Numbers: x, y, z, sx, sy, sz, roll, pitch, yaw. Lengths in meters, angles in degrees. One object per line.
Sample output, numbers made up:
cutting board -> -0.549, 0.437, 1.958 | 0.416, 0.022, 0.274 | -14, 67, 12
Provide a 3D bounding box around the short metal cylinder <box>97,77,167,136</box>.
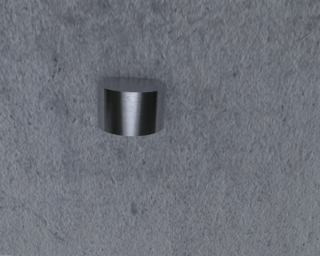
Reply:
short metal cylinder -> -0.034, -0.028, 0.370 | 0.081, 0.080, 0.050 | 3, 110, -2
